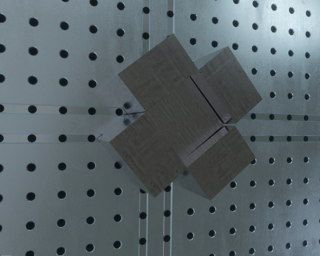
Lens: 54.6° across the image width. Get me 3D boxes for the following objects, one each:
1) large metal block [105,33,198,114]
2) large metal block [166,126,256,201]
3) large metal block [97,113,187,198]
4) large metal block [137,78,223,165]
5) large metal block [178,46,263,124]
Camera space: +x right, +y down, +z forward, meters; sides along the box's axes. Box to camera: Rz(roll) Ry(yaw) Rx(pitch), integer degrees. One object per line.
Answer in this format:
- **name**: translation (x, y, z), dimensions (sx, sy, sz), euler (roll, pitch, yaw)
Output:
- **large metal block**: translation (-0.014, -0.062, 0.378), dimensions (0.080, 0.080, 0.050), euler (-40, 103, -15)
- **large metal block**: translation (0.061, 0.041, 0.407), dimensions (0.080, 0.080, 0.050), euler (-39, 103, -16)
- **large metal block**: translation (-0.025, 0.030, 0.374), dimensions (0.050, 0.080, 0.080), euler (-41, 103, -15)
- **large metal block**: translation (0.020, -0.011, 0.405), dimensions (0.080, 0.050, 0.080), euler (-40, 101, -14)
- **large metal block**: translation (0.073, -0.052, 0.410), dimensions (0.050, 0.080, 0.080), euler (-41, 103, -16)
